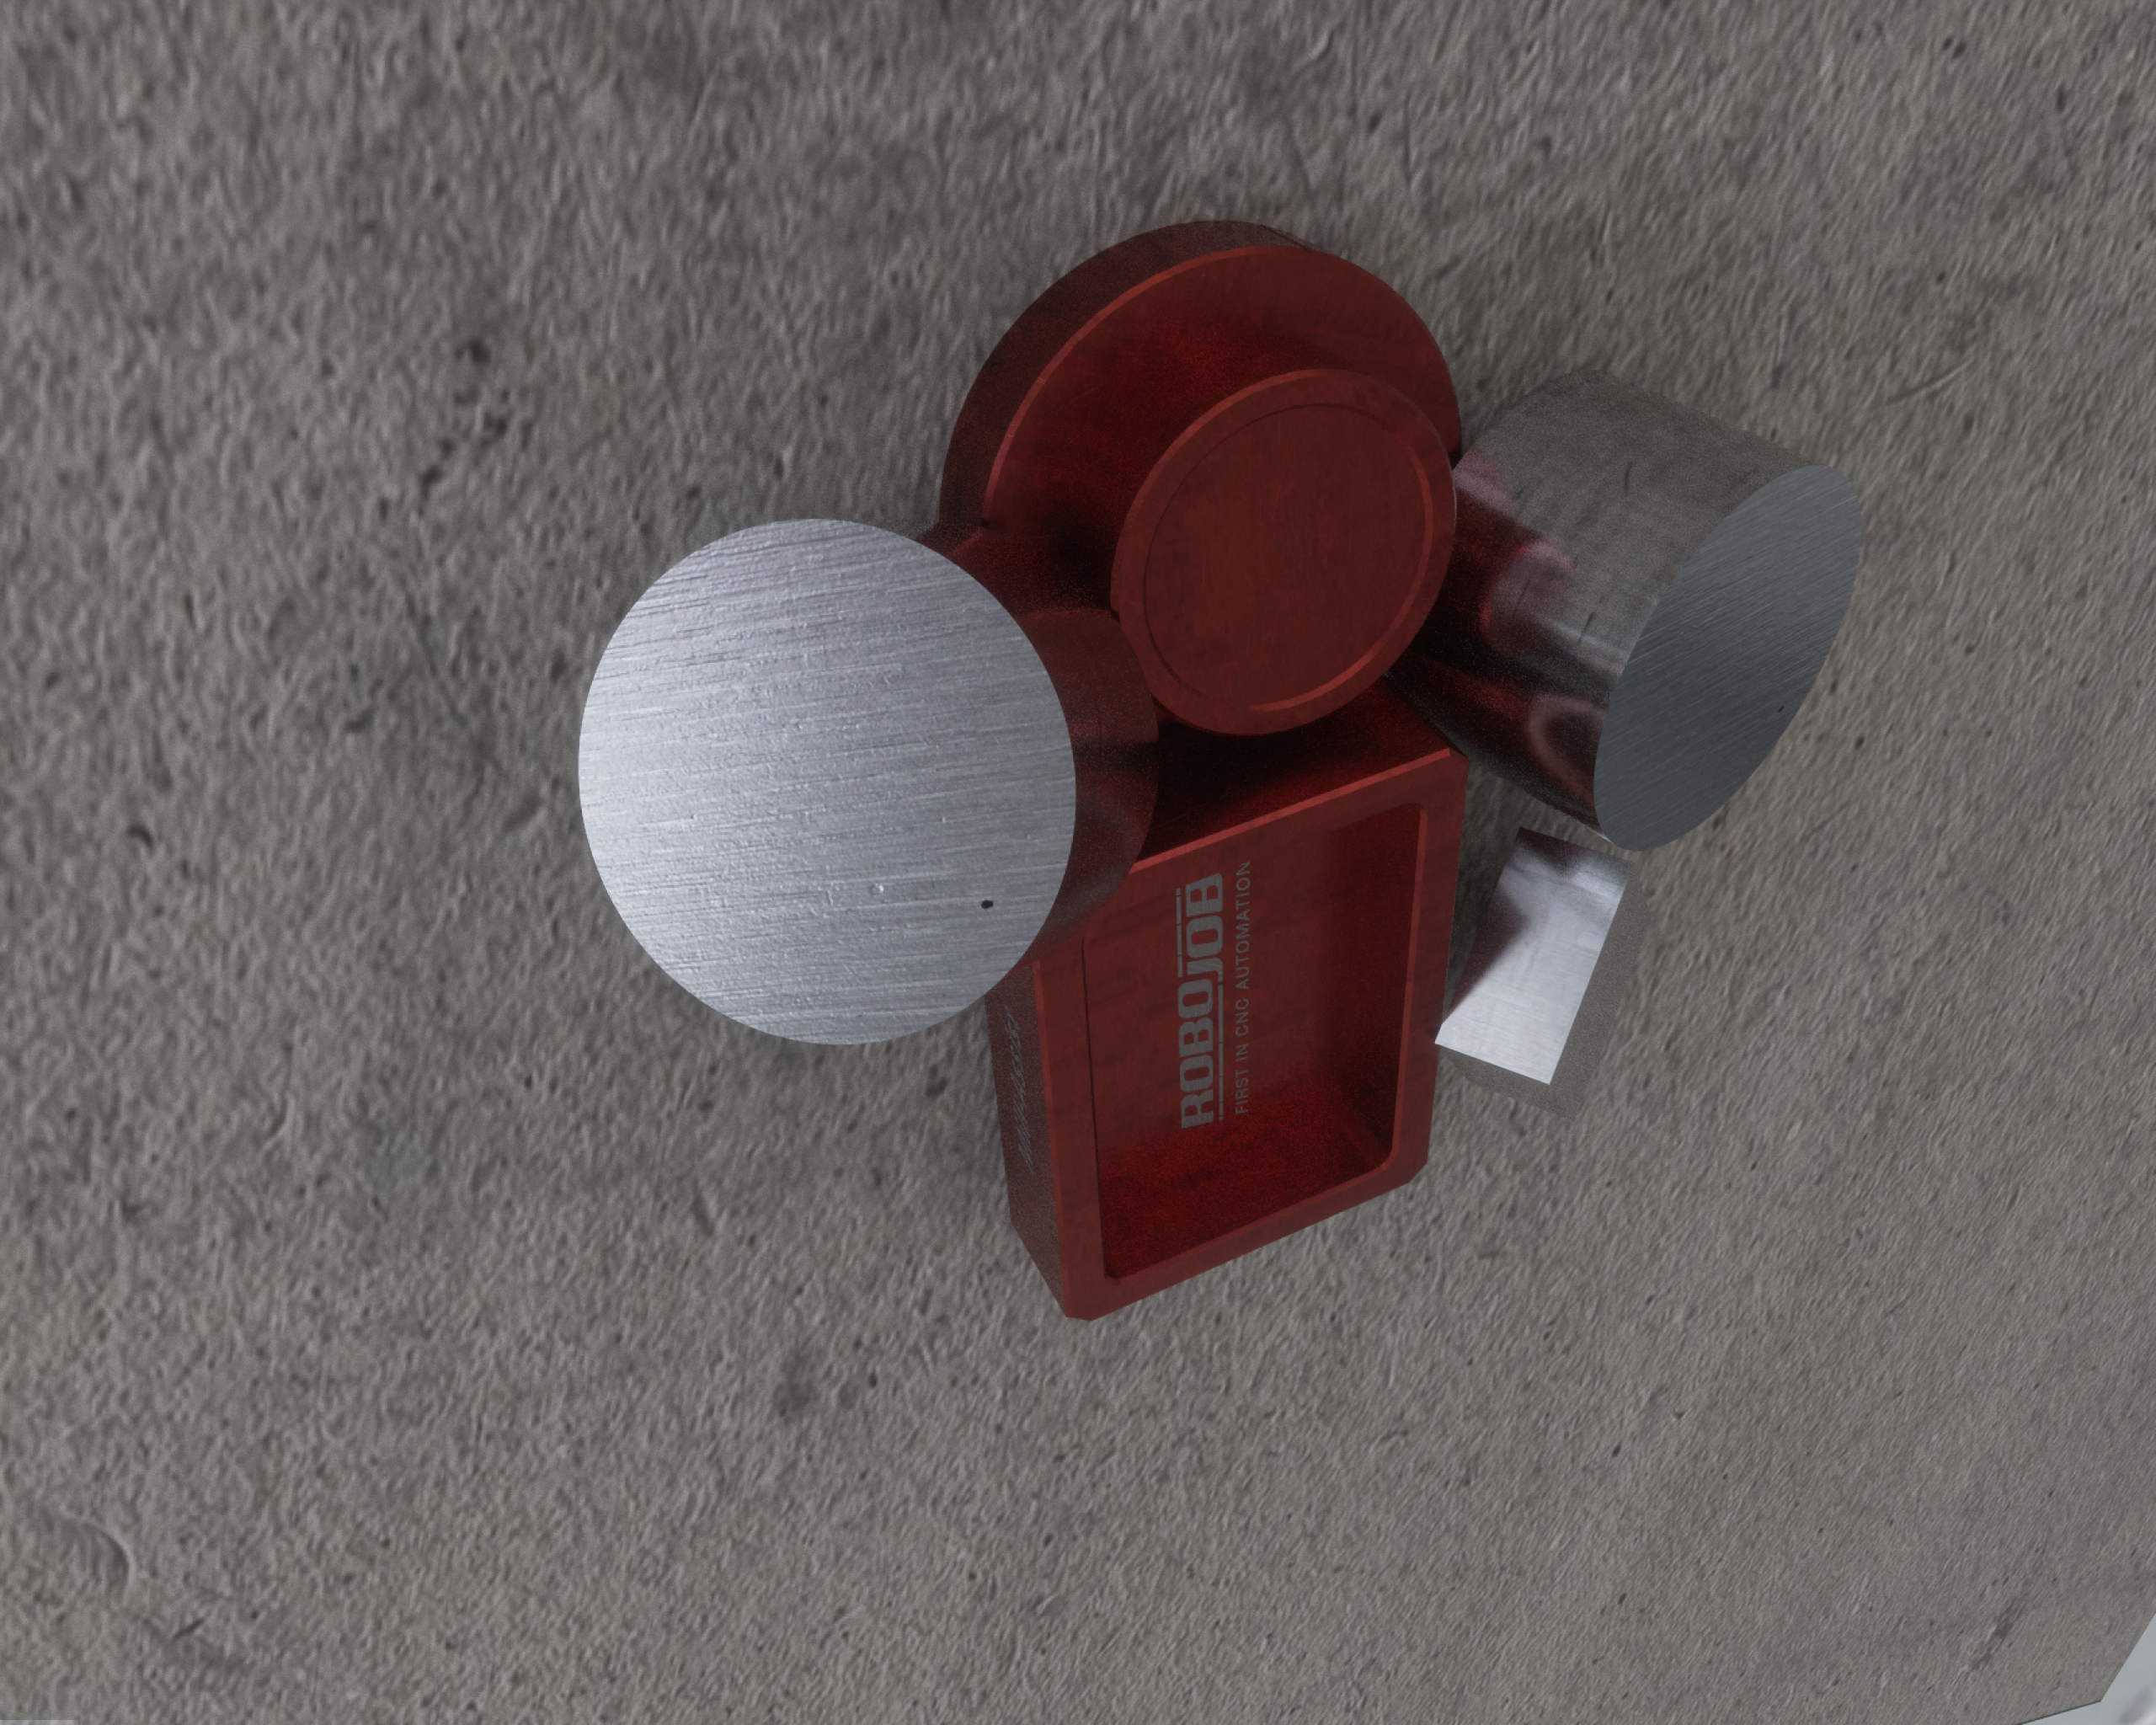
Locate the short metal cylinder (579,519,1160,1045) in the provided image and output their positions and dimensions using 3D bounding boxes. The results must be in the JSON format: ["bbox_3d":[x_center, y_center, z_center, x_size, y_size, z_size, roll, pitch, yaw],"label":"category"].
[{"bbox_3d":[-0.032,-0.015,0.337,0.080,0.080,0.050,-61,170,15],"label":"short metal cylinder"}]

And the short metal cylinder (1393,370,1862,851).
[{"bbox_3d":[0.106,-0.049,0.406,0.081,0.050,0.079,-29,138,-30],"label":"short metal cylinder"}]

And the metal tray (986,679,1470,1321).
[{"bbox_3d":[0.029,0.030,0.425,0.091,0.030,0.129,-20,136,-17],"label":"metal tray"}]

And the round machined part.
[{"bbox_3d":[0.028,-0.062,0.375,0.099,0.042,0.097,-14,124,-21],"label":"round machined part"}]

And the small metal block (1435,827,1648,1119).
[{"bbox_3d":[0.103,0.025,0.458,0.050,0.025,0.050,-67,157,-8],"label":"small metal block"}]
